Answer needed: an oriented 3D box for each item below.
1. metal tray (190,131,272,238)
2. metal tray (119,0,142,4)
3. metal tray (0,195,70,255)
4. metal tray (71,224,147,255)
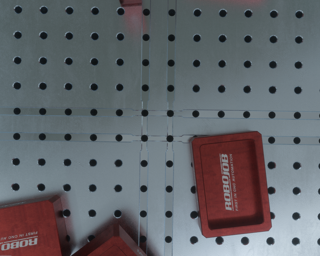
[{"bbox_3d":[0.092,0.072,0.411,0.090,0.030,0.129,-6,90,0],"label":"metal tray"},{"bbox_3d":[-0.043,-0.213,0.360,0.030,0.130,0.090,-4,90,0],"label":"metal tray"},{"bbox_3d":[-0.194,0.147,0.410,0.131,0.030,0.090,-10,90,0],"label":"metal tray"},{"bbox_3d":[-0.051,0.198,0.394,0.090,0.030,0.130,-37,105,0],"label":"metal tray"}]
